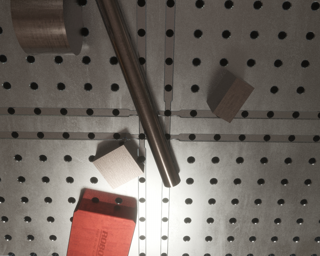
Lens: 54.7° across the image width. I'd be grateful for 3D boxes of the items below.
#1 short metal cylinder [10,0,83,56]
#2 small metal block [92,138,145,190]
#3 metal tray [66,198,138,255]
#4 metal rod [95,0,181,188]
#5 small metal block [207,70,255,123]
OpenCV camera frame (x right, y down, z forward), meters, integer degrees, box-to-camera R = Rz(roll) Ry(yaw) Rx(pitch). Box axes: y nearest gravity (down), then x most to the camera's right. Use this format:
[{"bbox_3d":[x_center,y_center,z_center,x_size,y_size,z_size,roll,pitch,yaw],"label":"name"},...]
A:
[{"bbox_3d":[-0.119,-0.120,0.338,0.050,0.080,0.079,-1,110,0],"label":"short metal cylinder"},{"bbox_3d":[-0.057,0.050,0.431,0.050,0.025,0.050,-29,108,10],"label":"small metal block"},{"bbox_3d":[-0.092,0.178,0.475,0.091,0.030,0.129,12,110,-5],"label":"metal tray"},{"bbox_3d":[-0.029,-0.055,0.392,0.025,0.025,0.298,-17,110,6],"label":"metal rod"},{"bbox_3d":[0.086,-0.040,0.387,0.025,0.050,0.050,29,107,-10],"label":"small metal block"}]
